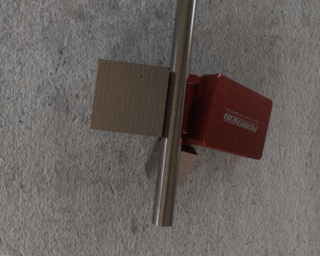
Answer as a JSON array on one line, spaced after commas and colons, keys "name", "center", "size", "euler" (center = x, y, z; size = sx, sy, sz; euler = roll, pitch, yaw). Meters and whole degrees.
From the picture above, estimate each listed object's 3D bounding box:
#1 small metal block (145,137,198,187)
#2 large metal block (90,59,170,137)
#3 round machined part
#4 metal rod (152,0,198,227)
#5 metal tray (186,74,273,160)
[{"name": "small metal block", "center": [0.014, 0.045, 0.405], "size": [0.050, 0.025, 0.050], "euler": [17, 110, -19]}, {"name": "large metal block", "center": [-0.034, -0.033, 0.373], "size": [0.081, 0.050, 0.080], "euler": [7, 88, -2]}, {"name": "round machined part", "center": [0.037, -0.025, 0.415], "size": [0.099, 0.042, 0.097], "euler": [0, 90, -20]}, {"name": "metal rod", "center": [0.020, -0.036, 0.373], "size": [0.025, 0.025, 0.298], "euler": [8, 85, -20]}, {"name": "metal tray", "center": [0.099, -0.011, 0.421], "size": [0.131, 0.030, 0.090], "euler": [16, 85, -40]}]
